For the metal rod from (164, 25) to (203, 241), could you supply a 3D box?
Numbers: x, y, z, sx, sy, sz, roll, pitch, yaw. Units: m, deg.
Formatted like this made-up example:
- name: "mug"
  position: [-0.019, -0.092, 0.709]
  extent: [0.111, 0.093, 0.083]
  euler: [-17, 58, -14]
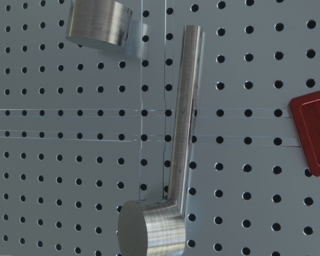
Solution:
- name: "metal rod"
  position: [0.029, 0.020, 0.401]
  extent: [0.025, 0.025, 0.298]
  euler: [6, 92, 19]

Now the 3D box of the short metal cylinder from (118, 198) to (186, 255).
- name: "short metal cylinder"
  position: [-0.013, 0.129, 0.382]
  extent: [0.080, 0.050, 0.080]
  euler: [-10, 78, 58]

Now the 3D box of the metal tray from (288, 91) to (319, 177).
- name: "metal tray"
  position: [0.218, -0.006, 0.333]
  extent: [0.130, 0.030, 0.090]
  euler: [-17, 85, 18]

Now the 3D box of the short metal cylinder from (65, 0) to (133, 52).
- name: "short metal cylinder"
  position: [-0.080, -0.135, 0.410]
  extent: [0.080, 0.080, 0.050]
  euler: [11, 94, 19]
